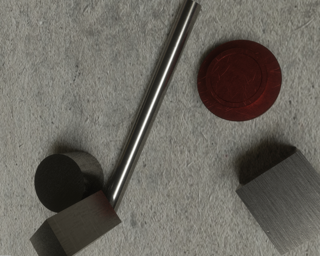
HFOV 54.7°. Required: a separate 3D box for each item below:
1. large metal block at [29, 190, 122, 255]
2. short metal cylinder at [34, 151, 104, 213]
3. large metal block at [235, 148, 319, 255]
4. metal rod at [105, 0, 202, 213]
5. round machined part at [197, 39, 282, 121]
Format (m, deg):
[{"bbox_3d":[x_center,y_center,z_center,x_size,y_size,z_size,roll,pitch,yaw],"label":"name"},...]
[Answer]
[{"bbox_3d":[-0.110,0.134,0.402,0.050,0.081,0.080,55,133,11],"label":"large metal block"},{"bbox_3d":[-0.128,0.074,0.439,0.080,0.050,0.079,0,90,19],"label":"short metal cylinder"},{"bbox_3d":[0.144,0.078,0.345,0.080,0.050,0.080,-38,78,16],"label":"large metal block"},{"bbox_3d":[-0.016,-0.022,0.413,0.025,0.025,0.298,25,98,18],"label":"metal rod"},{"bbox_3d":[0.092,-0.057,0.367,0.098,0.042,0.097,0,90,19],"label":"round machined part"}]
